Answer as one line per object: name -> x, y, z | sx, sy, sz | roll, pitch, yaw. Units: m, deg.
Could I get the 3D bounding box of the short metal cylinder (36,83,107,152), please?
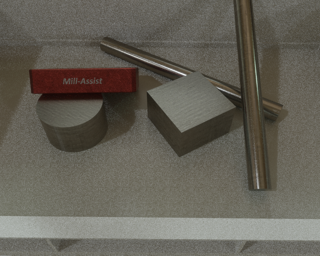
short metal cylinder -> -0.111, -0.015, 0.400 | 0.081, 0.050, 0.080 | 0, 50, 0

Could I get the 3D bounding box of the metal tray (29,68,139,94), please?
metal tray -> -0.096, -0.067, 0.424 | 0.131, 0.030, 0.090 | -1, 12, -2

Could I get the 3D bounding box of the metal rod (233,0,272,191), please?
metal rod -> 0.114, -0.072, 0.395 | 0.025, 0.025, 0.299 | 0, 72, 0

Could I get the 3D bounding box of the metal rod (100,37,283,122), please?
metal rod -> 0.035, -0.081, 0.473 | 0.301, 0.025, 0.025 | 25, 54, 19

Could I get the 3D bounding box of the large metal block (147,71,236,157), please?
large metal block -> 0.038, -0.021, 0.407 | 0.081, 0.050, 0.080 | -25, 55, -20
